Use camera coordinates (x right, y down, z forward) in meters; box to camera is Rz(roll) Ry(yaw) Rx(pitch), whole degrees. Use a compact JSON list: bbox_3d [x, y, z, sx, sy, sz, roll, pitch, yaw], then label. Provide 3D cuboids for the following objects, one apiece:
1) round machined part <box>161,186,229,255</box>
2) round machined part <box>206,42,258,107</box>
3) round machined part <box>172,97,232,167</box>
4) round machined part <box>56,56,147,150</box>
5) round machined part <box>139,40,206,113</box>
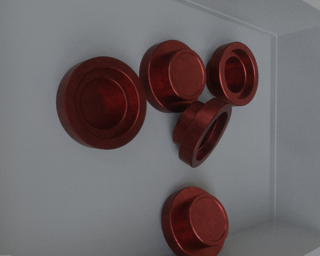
[{"bbox_3d":[0.054,0.126,0.417,0.099,0.042,0.098,19,55,-29],"label":"round machined part"},{"bbox_3d":[0.109,-0.082,0.486,0.099,0.042,0.097,0,90,-40],"label":"round machined part"},{"bbox_3d":[0.053,0.002,0.420,0.098,0.042,0.097,-45,154,-29],"label":"round machined part"},{"bbox_3d":[-0.066,-0.026,0.340,0.099,0.042,0.097,0,90,-40],"label":"round machined part"},{"bbox_3d":[0.024,-0.069,0.415,0.099,0.042,0.097,0,90,-40],"label":"round machined part"}]
